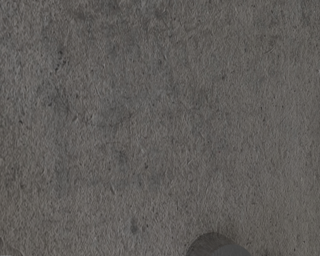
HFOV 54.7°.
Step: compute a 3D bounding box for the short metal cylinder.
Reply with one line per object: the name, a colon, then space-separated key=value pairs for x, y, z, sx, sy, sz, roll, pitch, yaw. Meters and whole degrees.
short metal cylinder: x=0.081 y=0.192 z=0.426 sx=0.081 sy=0.050 sz=0.080 roll=0 pitch=90 yaw=-20
